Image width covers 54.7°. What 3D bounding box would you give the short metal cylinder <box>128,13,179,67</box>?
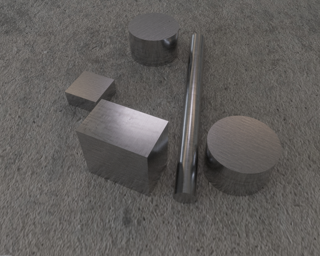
[{"bbox_3d":[-0.010,-0.146,0.509,0.081,0.050,0.080,0,50,0],"label":"short metal cylinder"}]

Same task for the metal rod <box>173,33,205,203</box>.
[{"bbox_3d":[0.046,-0.037,0.434,0.025,0.025,0.300,6,50,4],"label":"metal rod"}]

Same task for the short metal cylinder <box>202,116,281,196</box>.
[{"bbox_3d":[0.092,0.032,0.361,0.081,0.050,0.080,0,50,0],"label":"short metal cylinder"}]

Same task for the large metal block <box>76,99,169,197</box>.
[{"bbox_3d":[-0.038,0.023,0.348,0.080,0.080,0.050,19,53,15],"label":"large metal block"}]

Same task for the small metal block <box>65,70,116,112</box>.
[{"bbox_3d":[-0.099,-0.052,0.446,0.050,0.025,0.050,19,52,15],"label":"small metal block"}]
